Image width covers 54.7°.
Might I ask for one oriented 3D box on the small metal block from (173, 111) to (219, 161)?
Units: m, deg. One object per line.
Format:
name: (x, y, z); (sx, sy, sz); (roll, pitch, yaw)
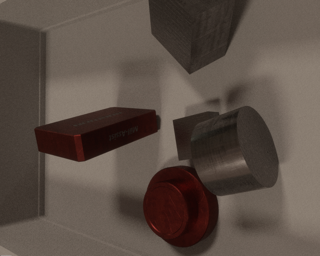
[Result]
small metal block: (0.046, 0.010, 0.367); (0.050, 0.025, 0.050); (-14, 82, 39)

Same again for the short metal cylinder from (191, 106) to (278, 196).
short metal cylinder: (0.075, 0.024, 0.308); (0.050, 0.081, 0.080); (-22, 77, 38)

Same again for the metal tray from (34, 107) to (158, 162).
metal tray: (-0.077, 0.002, 0.398); (0.090, 0.131, 0.030); (7, 109, 39)

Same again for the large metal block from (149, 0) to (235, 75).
large metal block: (0.031, -0.120, 0.337); (0.080, 0.050, 0.080); (52, 164, 26)

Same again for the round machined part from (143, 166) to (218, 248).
round machined part: (0.018, 0.097, 0.379); (0.098, 0.042, 0.097); (0, 90, 39)
